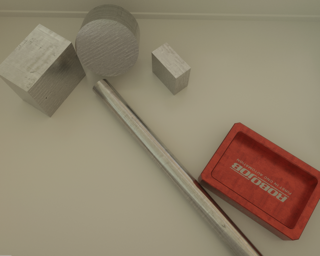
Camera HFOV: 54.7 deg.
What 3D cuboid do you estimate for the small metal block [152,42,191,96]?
[{"bbox_3d":[0.014,-0.080,0.426,0.025,0.050,0.050,-37,75,-12],"label":"small metal block"}]

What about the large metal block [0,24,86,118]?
[{"bbox_3d":[-0.150,-0.072,0.405,0.050,0.080,0.080,31,73,10],"label":"large metal block"}]

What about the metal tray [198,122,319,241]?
[{"bbox_3d":[0.126,0.064,0.384,0.130,0.030,0.090,33,73,11],"label":"metal tray"}]

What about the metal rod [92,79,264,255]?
[{"bbox_3d":[0.014,0.049,0.391,0.025,0.025,0.300,-39,75,-13],"label":"metal rod"}]

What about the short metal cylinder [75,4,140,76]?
[{"bbox_3d":[-0.068,-0.117,0.415,0.081,0.079,0.050,-1,41,-1],"label":"short metal cylinder"}]
